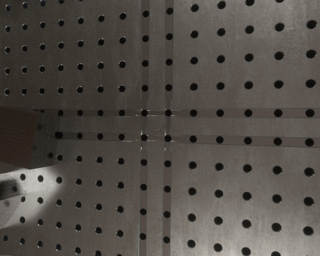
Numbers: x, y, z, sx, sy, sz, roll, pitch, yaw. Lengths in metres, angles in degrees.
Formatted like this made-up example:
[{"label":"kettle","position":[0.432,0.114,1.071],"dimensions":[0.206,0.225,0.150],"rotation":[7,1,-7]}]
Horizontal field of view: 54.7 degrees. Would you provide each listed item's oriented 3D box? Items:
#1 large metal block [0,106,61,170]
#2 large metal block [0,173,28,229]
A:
[{"label":"large metal block","position":[-0.206,0.012,0.470],"dimensions":[0.080,0.050,0.079],"rotation":[11,94,19]},{"label":"large metal block","position":[-0.269,0.120,0.476],"dimensions":[0.050,0.080,0.080],"rotation":[41,103,15]}]
